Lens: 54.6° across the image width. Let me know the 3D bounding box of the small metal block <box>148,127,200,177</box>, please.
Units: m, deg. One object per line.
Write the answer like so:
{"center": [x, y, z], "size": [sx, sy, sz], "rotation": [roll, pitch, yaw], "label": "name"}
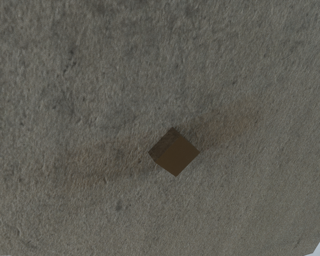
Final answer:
{"center": [0.020, 0.034, 0.438], "size": [0.050, 0.025, 0.050], "rotation": [-46, 129, 4], "label": "small metal block"}
